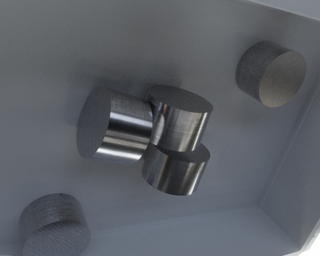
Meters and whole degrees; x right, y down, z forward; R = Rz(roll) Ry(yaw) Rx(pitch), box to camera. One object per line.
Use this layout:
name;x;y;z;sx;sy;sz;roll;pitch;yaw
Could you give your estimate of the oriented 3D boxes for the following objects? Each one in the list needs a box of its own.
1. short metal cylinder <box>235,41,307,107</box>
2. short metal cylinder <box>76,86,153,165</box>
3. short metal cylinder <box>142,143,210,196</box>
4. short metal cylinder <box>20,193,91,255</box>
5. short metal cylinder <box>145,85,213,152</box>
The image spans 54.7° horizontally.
short metal cylinder;0.154;-0.075;0.432;0.081;0.050;0.079;-14;125;-21
short metal cylinder;-0.052;-0.002;0.345;0.050;0.080;0.080;15;110;-35
short metal cylinder;0.021;0.045;0.414;0.081;0.080;0.050;3;117;-30
short metal cylinder;-0.136;0.132;0.401;0.081;0.050;0.079;-14;125;-21
short metal cylinder;0.018;-0.014;0.376;0.081;0.080;0.050;2;118;-30
